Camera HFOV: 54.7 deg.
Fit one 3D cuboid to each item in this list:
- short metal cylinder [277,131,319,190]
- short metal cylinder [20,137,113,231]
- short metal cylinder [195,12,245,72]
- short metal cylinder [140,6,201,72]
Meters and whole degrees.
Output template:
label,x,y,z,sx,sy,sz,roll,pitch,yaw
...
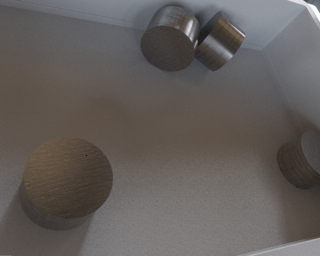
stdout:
label,x,y,z,sx,sy,sz,roll,pitch,yaw
short metal cylinder,0.234,0.051,0.488,0.081,0.050,0.080,14,56,-21
short metal cylinder,-0.093,0.055,0.306,0.081,0.050,0.080,14,56,-21
short metal cylinder,0.091,-0.139,0.503,0.050,0.080,0.080,36,51,-14
short metal cylinder,0.017,-0.131,0.461,0.080,0.080,0.050,27,52,-12
